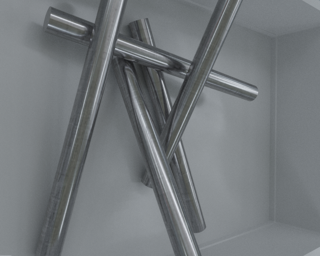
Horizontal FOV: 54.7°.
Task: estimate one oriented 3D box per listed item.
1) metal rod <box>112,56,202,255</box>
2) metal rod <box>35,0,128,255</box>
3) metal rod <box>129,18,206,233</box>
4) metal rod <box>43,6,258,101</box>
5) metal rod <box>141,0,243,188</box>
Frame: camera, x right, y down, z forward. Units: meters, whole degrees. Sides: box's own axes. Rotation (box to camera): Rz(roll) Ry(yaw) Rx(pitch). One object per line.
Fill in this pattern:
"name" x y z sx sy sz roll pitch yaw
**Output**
"metal rod" 0.002 0.055 0.329 0.025 0.025 0.299 -6 69 -40
"metal rod" -0.075 -0.011 0.307 0.025 0.025 0.298 14 92 -39
"metal rod" 0.014 0.007 0.418 0.025 0.025 0.298 -27 107 -37
"metal rod" 0.014 -0.079 0.382 0.302 0.025 0.025 12 82 -34
"metal rod" 0.044 -0.062 0.362 0.025 0.025 0.298 11 108 -40
